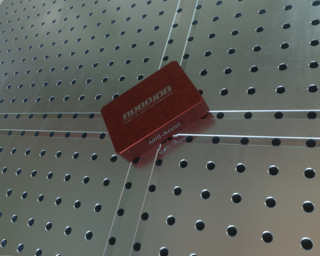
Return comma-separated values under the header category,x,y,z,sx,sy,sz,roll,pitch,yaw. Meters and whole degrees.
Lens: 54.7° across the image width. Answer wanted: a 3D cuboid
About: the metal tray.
category,x,y,z,sx,sy,sz,roll,pitch,yaw
metal tray,-0.011,-0.024,0.424,0.130,0.030,0.090,-33,52,6
